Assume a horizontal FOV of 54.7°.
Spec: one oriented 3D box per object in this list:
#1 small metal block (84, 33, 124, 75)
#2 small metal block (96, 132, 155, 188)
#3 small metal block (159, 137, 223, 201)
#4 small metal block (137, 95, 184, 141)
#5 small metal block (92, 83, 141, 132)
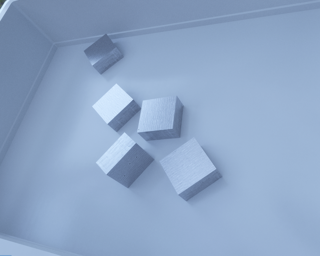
[{"bbox_3d":[-0.098,-0.128,0.536,0.050,0.025,0.050,-37,51,3],"label":"small metal block"},{"bbox_3d":[-0.042,0.041,0.387,0.050,0.050,0.025,-47,51,-5],"label":"small metal block"},{"bbox_3d":[0.035,0.047,0.358,0.050,0.025,0.050,-35,51,5],"label":"small metal block"},{"bbox_3d":[0.001,-0.012,0.413,0.050,0.025,0.050,-6,59,25],"label":"small metal block"},{"bbox_3d":[-0.064,-0.030,0.458,0.050,0.025,0.050,-44,51,-3],"label":"small metal block"}]
